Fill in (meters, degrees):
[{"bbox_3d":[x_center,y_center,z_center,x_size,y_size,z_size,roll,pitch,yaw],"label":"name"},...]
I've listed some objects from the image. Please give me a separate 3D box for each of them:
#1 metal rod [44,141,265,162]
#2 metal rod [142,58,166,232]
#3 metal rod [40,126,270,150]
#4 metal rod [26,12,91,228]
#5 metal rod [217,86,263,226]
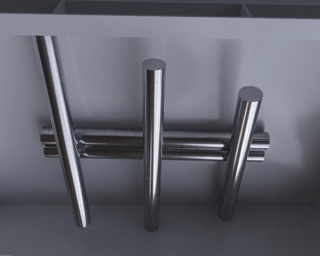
[{"bbox_3d":[-0.006,0.032,0.435,0.302,0.025,0.025,1,130,-2],"label":"metal rod"},{"bbox_3d":[-0.010,0.047,0.415,0.025,0.025,0.298,1,131,-1],"label":"metal rod"},{"bbox_3d":[-0.005,0.014,0.420,0.302,0.025,0.025,1,130,-2],"label":"metal rod"},{"bbox_3d":[-0.117,0.014,0.386,0.025,0.025,0.298,-1,122,0],"label":"metal rod"},{"bbox_3d":[0.104,0.063,0.433,0.025,0.025,0.298,-3,139,2],"label":"metal rod"}]
